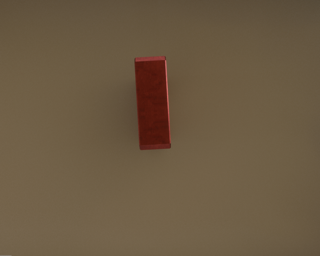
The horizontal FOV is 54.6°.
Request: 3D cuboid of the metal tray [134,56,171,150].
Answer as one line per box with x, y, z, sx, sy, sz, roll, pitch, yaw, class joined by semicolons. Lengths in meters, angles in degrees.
-0.007;-0.024;0.359;0.030;0.130;0.090;-3;90;0;metal tray
